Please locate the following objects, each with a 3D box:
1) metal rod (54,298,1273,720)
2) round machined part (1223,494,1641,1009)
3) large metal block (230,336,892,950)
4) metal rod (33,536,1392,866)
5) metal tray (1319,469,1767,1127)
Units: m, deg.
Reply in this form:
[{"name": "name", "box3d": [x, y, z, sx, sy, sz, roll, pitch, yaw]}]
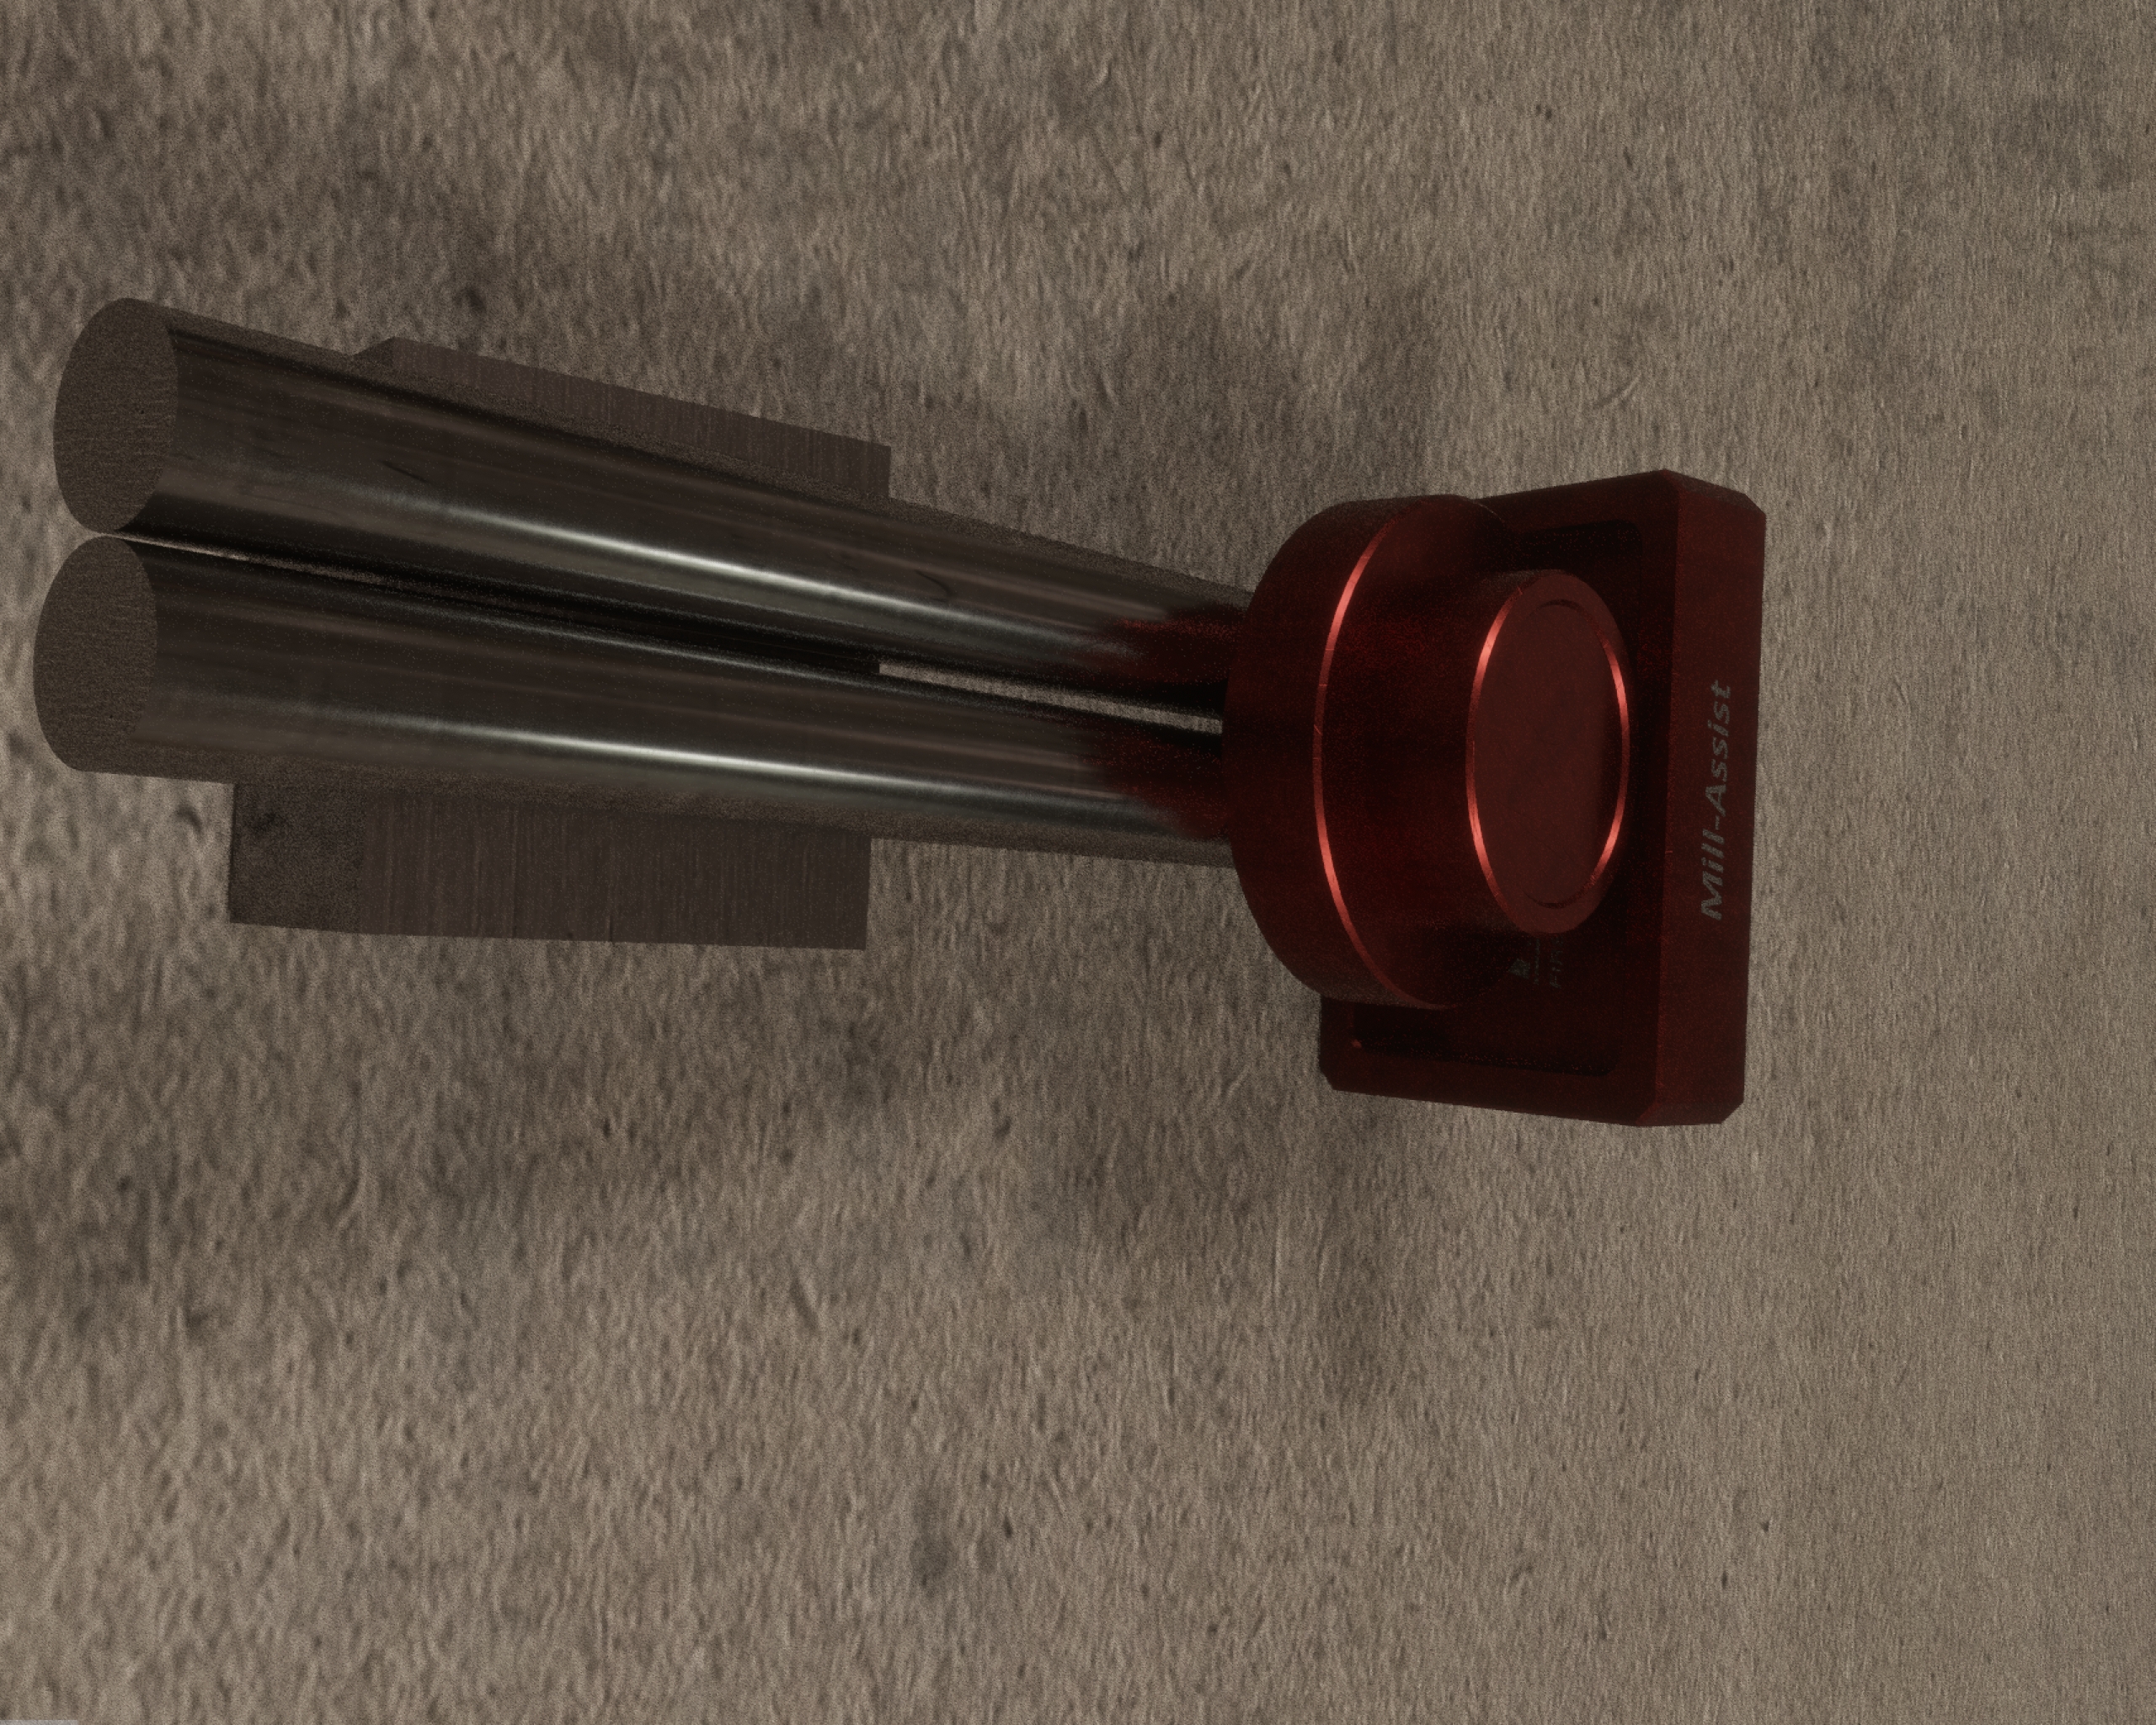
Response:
[{"name": "metal rod", "box3d": [-0.011, -0.041, 0.340, 0.302, 0.025, 0.025, 4, 88, -53]}, {"name": "round machined part", "box3d": [0.073, -0.021, 0.395, 0.099, 0.042, 0.097, -4, 96, -51]}, {"name": "large metal block", "box3d": [-0.078, -0.028, 0.321, 0.081, 0.050, 0.080, 4, 87, -40]}, {"name": "metal rod", "box3d": [-0.012, -0.015, 0.339, 0.302, 0.025, 0.025, 5, 87, -53]}, {"name": "metal tray", "box3d": [0.097, -0.012, 0.447, 0.030, 0.090, 0.129, 5, 87, -40]}]
